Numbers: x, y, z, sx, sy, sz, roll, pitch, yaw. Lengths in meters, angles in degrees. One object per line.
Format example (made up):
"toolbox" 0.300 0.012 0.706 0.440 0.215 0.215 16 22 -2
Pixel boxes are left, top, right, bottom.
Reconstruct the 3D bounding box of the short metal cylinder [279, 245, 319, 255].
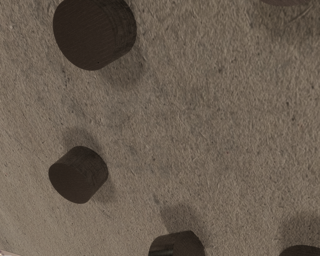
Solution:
"short metal cylinder" 0.190 0.199 0.394 0.080 0.080 0.050 2 119 27

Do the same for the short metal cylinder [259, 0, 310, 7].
"short metal cylinder" 0.106 -0.143 0.246 0.080 0.050 0.079 13 124 20

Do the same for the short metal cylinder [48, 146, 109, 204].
"short metal cylinder" -0.132 0.076 0.505 0.080 0.050 0.079 13 124 20

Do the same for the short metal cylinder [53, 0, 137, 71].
"short metal cylinder" -0.074 -0.113 0.359 0.080 0.050 0.079 13 124 20

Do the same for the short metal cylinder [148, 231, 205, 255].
"short metal cylinder" 0.027 0.206 0.483 0.050 0.080 0.080 -25 105 36
